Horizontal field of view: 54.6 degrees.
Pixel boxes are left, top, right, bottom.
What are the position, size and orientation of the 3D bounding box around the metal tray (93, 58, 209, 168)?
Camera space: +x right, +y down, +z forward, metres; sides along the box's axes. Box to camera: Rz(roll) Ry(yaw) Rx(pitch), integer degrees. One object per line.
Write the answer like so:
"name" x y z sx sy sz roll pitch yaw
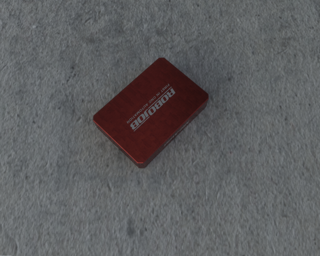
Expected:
"metal tray" -0.011 -0.022 0.414 0.090 0.030 0.130 42 75 14
